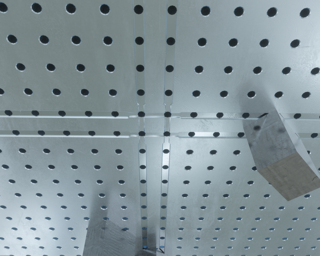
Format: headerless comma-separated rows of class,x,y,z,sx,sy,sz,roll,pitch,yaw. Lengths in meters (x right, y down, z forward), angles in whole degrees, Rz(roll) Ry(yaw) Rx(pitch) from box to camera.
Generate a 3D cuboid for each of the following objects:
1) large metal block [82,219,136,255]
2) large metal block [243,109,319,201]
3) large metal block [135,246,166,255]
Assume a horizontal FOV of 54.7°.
large metal block,-0.092,0.228,0.568,0.050,0.080,0.080,-32,124,24
large metal block,0.161,0.036,0.409,0.050,0.080,0.080,-34,123,25
large metal block,-0.026,0.299,0.650,0.080,0.050,0.080,-21,127,16
